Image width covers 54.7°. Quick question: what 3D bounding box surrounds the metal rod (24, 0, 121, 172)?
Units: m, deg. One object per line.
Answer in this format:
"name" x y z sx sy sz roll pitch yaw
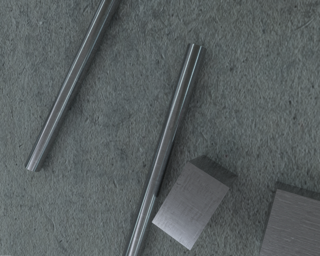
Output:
"metal rod" -0.126 -0.069 0.451 0.025 0.025 0.298 31 100 17

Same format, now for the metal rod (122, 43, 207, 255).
"metal rod" 0.003 0.039 0.406 0.025 0.025 0.298 19 96 18

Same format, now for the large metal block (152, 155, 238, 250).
"large metal block" 0.044 0.082 0.364 0.050 0.080 0.080 32 100 17

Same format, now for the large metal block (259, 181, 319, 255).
"large metal block" 0.160 0.112 0.340 0.080 0.050 0.079 15 95 19
